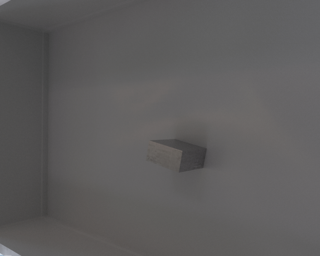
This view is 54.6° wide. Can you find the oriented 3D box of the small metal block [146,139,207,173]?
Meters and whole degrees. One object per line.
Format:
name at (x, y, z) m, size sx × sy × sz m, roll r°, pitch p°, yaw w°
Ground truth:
small metal block at (0.020, 0.032, 0.375) m, size 0.050 × 0.050 × 0.025 m, roll 15°, pitch 100°, yaw 39°
